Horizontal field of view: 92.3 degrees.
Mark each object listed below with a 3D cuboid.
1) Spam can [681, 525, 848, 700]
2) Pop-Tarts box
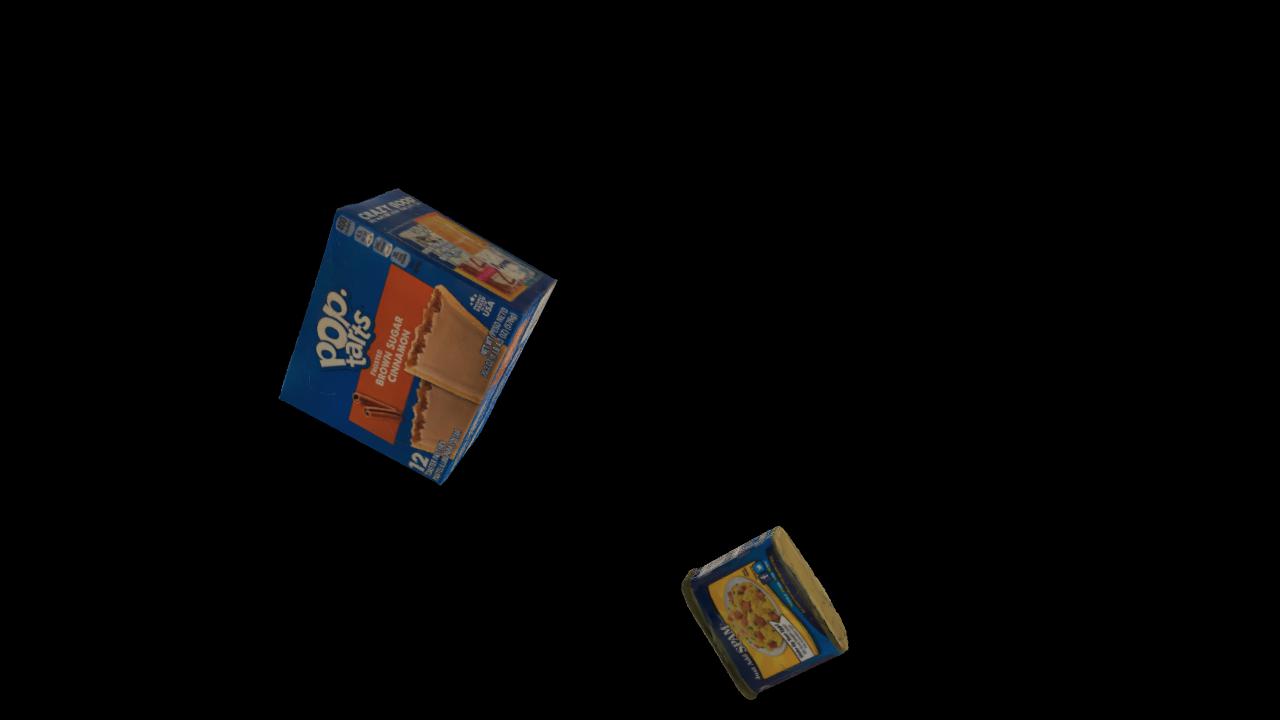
[{"bbox_3d":[0.096,0.192,0.474,0.085,0.101,0.058,-35,-7,16],"label":"Spam can"},{"bbox_3d":[-0.168,-0.016,0.467,0.141,0.167,0.083,30,24,-4],"label":"Pop-Tarts box"}]
